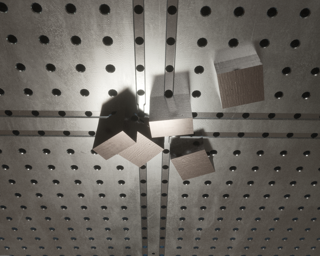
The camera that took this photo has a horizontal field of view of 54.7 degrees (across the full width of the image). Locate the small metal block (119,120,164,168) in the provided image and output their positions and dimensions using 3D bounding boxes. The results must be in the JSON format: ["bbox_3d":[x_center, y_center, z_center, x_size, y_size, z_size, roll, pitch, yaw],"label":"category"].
[{"bbox_3d":[-0.030,0.022,0.430,0.050,0.025,0.050,36,121,-27],"label":"small metal block"}]

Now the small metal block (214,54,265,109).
[{"bbox_3d":[0.094,-0.054,0.367,0.050,0.025,0.050,-11,130,9],"label":"small metal block"}]

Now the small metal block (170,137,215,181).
[{"bbox_3d":[0.048,0.046,0.452,0.050,0.025,0.050,-18,128,14],"label":"small metal block"}]

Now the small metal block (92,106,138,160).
[{"bbox_3d":[-0.056,0.006,0.400,0.050,0.050,0.025,-30,124,23],"label":"small metal block"}]

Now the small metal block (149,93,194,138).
[{"bbox_3d":[0.014,-0.016,0.382,0.050,0.050,0.025,-5,130,4],"label":"small metal block"}]
